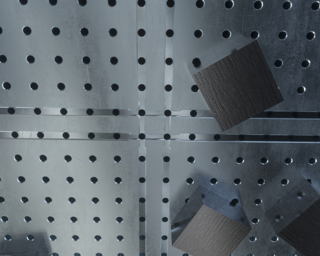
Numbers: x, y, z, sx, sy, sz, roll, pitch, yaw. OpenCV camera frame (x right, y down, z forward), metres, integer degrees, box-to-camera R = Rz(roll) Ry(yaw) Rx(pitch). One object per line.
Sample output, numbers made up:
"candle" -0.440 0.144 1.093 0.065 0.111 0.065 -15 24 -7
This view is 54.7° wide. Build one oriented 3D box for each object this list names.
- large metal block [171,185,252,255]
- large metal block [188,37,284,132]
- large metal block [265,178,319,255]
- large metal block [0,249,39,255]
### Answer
"large metal block" 0.072 0.144 0.454 0.080 0.050 0.080 29 107 -11
"large metal block" 0.091 -0.055 0.381 0.080 0.050 0.080 -29 108 9
"large metal block" 0.219 0.135 0.453 0.080 0.050 0.080 38 105 -13
"large metal block" -0.232 0.245 0.487 0.080 0.050 0.079 -6 110 2
